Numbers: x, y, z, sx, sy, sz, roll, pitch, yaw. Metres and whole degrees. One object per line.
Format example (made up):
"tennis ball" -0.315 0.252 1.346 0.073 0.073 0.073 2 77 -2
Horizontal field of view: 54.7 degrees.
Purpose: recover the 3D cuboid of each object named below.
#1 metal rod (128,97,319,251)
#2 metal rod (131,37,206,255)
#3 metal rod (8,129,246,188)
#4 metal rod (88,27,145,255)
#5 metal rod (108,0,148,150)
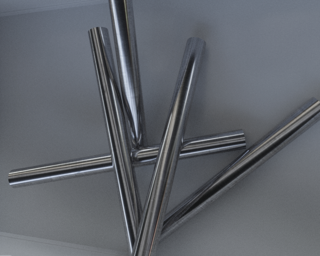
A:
"metal rod" 0.072 0.071 0.384 0.299 0.025 0.025 -42 77 14
"metal rod" 0.010 0.031 0.358 0.025 0.025 0.299 10 75 19
"metal rod" -0.046 0.040 0.393 0.301 0.025 0.025 -10 87 7
"metal rod" -0.047 0.026 0.367 0.025 0.025 0.298 -14 84 19
"metal rod" -0.038 -0.089 0.350 0.025 0.025 0.298 6 121 19
